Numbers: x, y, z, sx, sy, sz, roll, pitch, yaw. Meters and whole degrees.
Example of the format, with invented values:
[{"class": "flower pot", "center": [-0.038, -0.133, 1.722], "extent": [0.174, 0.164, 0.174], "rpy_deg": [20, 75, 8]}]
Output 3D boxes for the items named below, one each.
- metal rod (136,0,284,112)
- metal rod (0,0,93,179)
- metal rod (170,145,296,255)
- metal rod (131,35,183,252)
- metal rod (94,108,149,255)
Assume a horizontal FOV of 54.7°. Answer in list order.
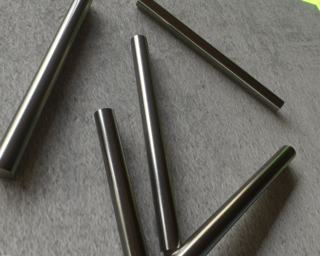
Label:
[{"class": "metal rod", "center": [0.088, -0.126, 0.530], "extent": [0.301, 0.025, 0.025], "rpy_deg": [36, 51, -4]}, {"class": "metal rod", "center": [-0.132, -0.079, 0.381], "extent": [0.025, 0.025, 0.300], "rpy_deg": [21, 54, -16]}, {"class": "metal rod", "center": [0.104, 0.091, 0.391], "extent": [0.302, 0.025, 0.025], "rpy_deg": [-28, 77, -42]}, {"class": "metal rod", "center": [-0.010, 0.000, 0.400], "extent": [0.025, 0.025, 0.299], "rpy_deg": [5, 60, -26]}, {"class": "metal rod", "center": [-0.028, 0.114, 0.320], "extent": [0.025, 0.025, 0.299], "rpy_deg": [-3, 63, -30]}]
